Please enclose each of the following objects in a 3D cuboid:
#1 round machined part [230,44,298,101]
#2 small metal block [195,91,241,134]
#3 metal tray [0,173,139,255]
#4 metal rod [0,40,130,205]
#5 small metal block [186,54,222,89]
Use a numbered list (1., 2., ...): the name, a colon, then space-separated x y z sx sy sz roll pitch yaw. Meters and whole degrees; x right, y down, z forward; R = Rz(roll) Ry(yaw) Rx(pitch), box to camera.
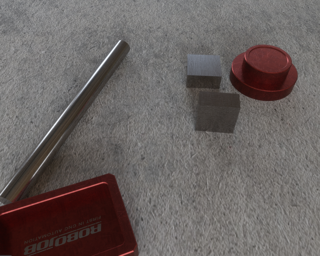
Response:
1. round machined part: 0.159 -0.090 0.470 0.099 0.042 0.098 0 50 0
2. small metal block: 0.074 -0.020 0.405 0.050 0.050 0.025 5 50 3
3. metal tray: -0.097 0.107 0.308 0.131 0.030 0.090 -16 52 -14
4. metal rod: -0.113 -0.027 0.424 0.025 0.025 0.301 16 52 12
5. small metal block: 0.067 -0.087 0.478 0.050 0.025 0.050 3 50 2
